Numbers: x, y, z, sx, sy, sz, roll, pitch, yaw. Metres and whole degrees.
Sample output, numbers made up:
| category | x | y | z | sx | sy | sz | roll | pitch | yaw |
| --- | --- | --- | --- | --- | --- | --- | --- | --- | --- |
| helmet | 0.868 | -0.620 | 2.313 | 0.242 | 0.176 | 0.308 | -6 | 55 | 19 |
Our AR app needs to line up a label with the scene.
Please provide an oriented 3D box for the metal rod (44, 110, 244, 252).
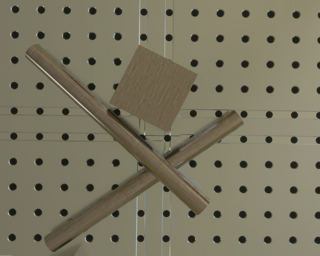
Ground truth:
| category | x | y | z | sx | sy | sz | roll | pitch | yaw |
| --- | --- | --- | --- | --- | --- | --- | --- | --- | --- |
| metal rod | -0.020 | 0.070 | 0.413 | 0.301 | 0.025 | 0.025 | -34 | 90 | -1 |

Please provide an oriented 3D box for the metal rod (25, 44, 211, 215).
| category | x | y | z | sx | sy | sz | roll | pitch | yaw |
| --- | --- | --- | --- | --- | --- | --- | --- | --- | --- |
| metal rod | -0.057 | -0.002 | 0.395 | 0.300 | 0.025 | 0.025 | 42 | 90 | 6 |

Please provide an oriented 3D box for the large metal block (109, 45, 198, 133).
| category | x | y | z | sx | sy | sz | roll | pitch | yaw |
| --- | --- | --- | --- | --- | --- | --- | --- | --- | --- |
| large metal block | -0.008 | -0.048 | 0.401 | 0.080 | 0.050 | 0.080 | 27 | 90 | -1 |

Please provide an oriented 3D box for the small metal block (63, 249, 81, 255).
| category | x | y | z | sx | sy | sz | roll | pitch | yaw |
| --- | --- | --- | --- | --- | --- | --- | --- | --- | --- |
| small metal block | -0.125 | 0.199 | 0.412 | 0.050 | 0.025 | 0.050 | -23 | 90 | -1 |
